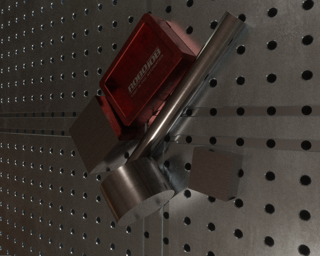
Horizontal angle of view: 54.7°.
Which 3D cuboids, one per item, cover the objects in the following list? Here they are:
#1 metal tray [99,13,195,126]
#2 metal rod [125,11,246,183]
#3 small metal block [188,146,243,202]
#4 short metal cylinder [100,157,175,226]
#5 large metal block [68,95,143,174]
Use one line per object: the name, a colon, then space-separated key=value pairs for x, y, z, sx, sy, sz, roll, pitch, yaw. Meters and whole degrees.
metal tray: x=-0.023 y=-0.075 z=0.422 sx=0.129 sy=0.030 sz=0.090 roll=-49 pitch=61 yaw=28
metal rod: x=0.007 y=-0.010 z=0.401 sx=0.025 sy=0.025 sz=0.298 roll=49 pitch=118 yaw=28
small metal block: x=0.063 y=0.051 z=0.356 sx=0.050 sy=0.025 sz=0.050 roll=13 pitch=98 yaw=39
short metal cylinder: x=-0.029 y=0.081 z=0.395 sx=0.080 sy=0.081 sz=0.050 roll=-48 pitch=62 yaw=29
large metal block: x=-0.081 y=0.010 z=0.457 sx=0.080 sy=0.050 sz=0.080 roll=-46 pitch=63 yaw=30
